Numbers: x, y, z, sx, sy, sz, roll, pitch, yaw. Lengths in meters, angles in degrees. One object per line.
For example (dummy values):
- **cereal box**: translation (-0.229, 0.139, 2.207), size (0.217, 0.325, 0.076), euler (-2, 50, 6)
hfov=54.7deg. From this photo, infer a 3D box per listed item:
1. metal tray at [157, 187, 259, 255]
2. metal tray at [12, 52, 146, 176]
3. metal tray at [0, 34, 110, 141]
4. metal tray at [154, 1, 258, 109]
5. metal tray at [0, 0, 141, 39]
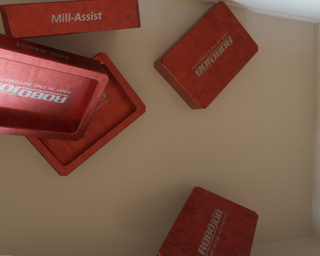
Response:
- **metal tray**: translation (0.060, 0.133, 0.368), size (0.090, 0.131, 0.030), euler (23, 122, 15)
- **metal tray**: translation (-0.094, -0.018, 0.373), size (0.130, 0.030, 0.090), euler (-40, 103, -16)
- **metal tray**: translation (-0.127, -0.036, 0.303), size (0.131, 0.030, 0.089), euler (9, 123, -37)
- **metal tray**: translation (0.067, -0.100, 0.434), size (0.090, 0.030, 0.130), euler (47, 75, -15)
- **metal tray**: translation (-0.097, -0.119, 0.337), size (0.131, 0.090, 0.030), euler (-12, 110, -20)
